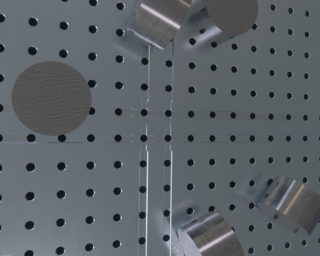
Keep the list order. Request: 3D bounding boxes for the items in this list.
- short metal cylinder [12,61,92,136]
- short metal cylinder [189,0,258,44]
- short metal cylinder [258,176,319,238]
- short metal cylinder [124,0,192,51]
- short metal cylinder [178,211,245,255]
[{"bbox_3d":[-0.123,-0.032,0.354,0.081,0.050,0.079,0,90,-20],"label":"short metal cylinder"},{"bbox_3d":[0.087,-0.163,0.431,0.081,0.050,0.079,0,90,-20],"label":"short metal cylinder"},{"bbox_3d":[0.193,0.115,0.455,0.080,0.080,0.050,42,77,-16],"label":"short metal cylinder"},{"bbox_3d":[-0.003,-0.143,0.382,0.050,0.080,0.080,26,82,-18],"label":"short metal cylinder"},{"bbox_3d":[0.066,0.158,0.408,0.050,0.080,0.080,-23,98,-18],"label":"short metal cylinder"}]
